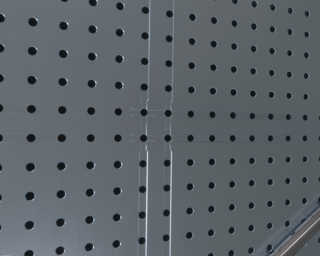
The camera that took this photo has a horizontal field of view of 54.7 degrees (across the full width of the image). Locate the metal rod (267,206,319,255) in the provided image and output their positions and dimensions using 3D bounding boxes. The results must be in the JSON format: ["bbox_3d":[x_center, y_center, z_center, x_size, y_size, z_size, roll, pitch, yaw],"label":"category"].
[{"bbox_3d":[0.174,0.208,0.477,0.302,0.025,0.025,-34,101,-17],"label":"metal rod"}]
